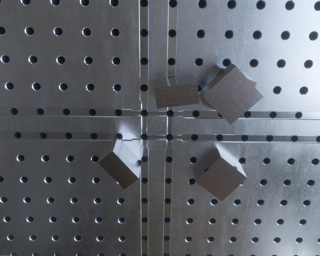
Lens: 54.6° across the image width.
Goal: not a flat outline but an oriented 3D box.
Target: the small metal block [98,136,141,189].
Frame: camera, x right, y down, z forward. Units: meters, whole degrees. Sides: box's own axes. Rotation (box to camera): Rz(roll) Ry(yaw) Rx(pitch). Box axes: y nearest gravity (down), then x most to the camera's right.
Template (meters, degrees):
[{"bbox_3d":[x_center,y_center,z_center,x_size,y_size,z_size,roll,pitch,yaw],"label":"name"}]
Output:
[{"bbox_3d":[-0.052,0.046,0.416,0.025,0.050,0.050,-37,106,13],"label":"small metal block"}]

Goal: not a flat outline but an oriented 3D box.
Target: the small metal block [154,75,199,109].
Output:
[{"bbox_3d":[0.020,-0.046,0.383,0.050,0.050,0.025,-6,110,2],"label":"small metal block"}]

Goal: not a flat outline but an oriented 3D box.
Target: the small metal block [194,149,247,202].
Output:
[{"bbox_3d":[0.085,0.067,0.439,0.050,0.025,0.050,38,106,-13],"label":"small metal block"}]

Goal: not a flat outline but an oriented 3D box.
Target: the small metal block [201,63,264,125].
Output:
[{"bbox_3d":[0.085,-0.041,0.372,0.050,0.025,0.050,-43,105,14],"label":"small metal block"}]

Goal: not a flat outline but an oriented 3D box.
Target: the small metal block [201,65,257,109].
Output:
[{"bbox_3d":[0.087,-0.047,0.397,0.050,0.025,0.050,20,109,-7],"label":"small metal block"}]
